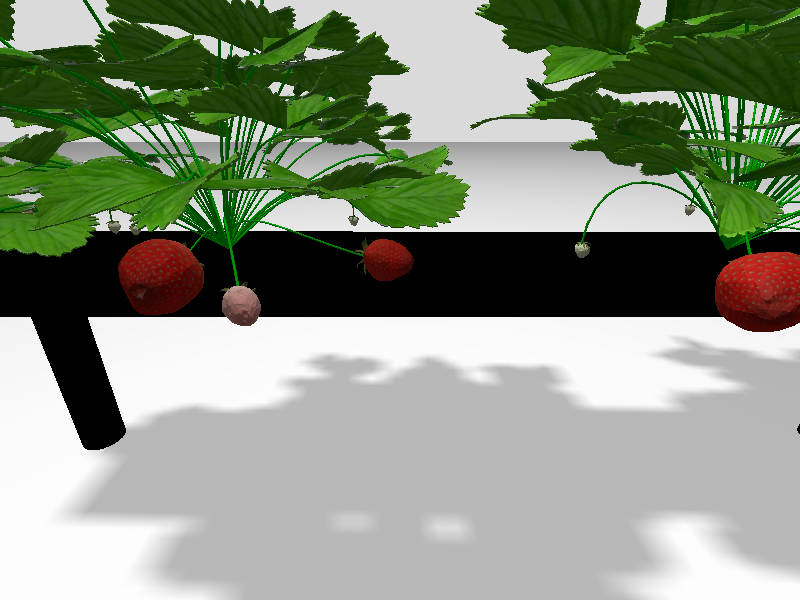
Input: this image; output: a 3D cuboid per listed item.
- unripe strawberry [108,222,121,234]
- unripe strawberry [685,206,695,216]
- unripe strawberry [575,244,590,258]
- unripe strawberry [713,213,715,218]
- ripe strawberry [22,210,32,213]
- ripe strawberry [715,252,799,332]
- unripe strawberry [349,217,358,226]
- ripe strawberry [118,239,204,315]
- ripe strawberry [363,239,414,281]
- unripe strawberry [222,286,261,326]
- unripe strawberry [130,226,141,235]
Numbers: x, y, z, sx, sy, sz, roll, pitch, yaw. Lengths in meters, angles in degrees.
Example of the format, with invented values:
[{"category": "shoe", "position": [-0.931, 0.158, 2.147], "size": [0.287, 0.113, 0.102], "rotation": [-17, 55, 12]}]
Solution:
[{"category": "unripe strawberry", "position": [-0.289, -0.073, 0.406], "size": [0.011, 0.012, 0.011], "rotation": [9, 25, 19]}, {"category": "unripe strawberry", "position": [0.348, -0.107, 0.481], "size": [0.010, 0.011, 0.011], "rotation": [9, 25, 20]}, {"category": "unripe strawberry", "position": [0.138, -0.037, 0.304], "size": [0.010, 0.011, 0.011], "rotation": [-8, 25, -18]}, {"category": "unripe strawberry", "position": [0.388, -0.105, 0.488], "size": [0.011, 0.011, 0.010], "rotation": [15, 27, 31]}, {"category": "ripe strawberry", "position": [-0.396, -0.088, 0.429], "size": [0.028, 0.027, 0.026], "rotation": [-21, 14, 26]}, {"category": "ripe strawberry", "position": [0.190, -0.002, 0.208], "size": [0.042, 0.044, 0.046], "rotation": [15, 28, 31]}, {"category": "unripe strawberry", "position": [-0.051, -0.087, 0.442], "size": [0.010, 0.010, 0.011], "rotation": [-19, 30, -37]}, {"category": "ripe strawberry", "position": [-0.138, -0.011, 0.230], "size": [0.042, 0.045, 0.045], "rotation": [-3, 24, -6]}, {"category": "ripe strawberry", "position": [-0.007, -0.028, 0.279], "size": [0.034, 0.029, 0.034], "rotation": [13, 27, 26]}, {"category": "unripe strawberry", "position": [-0.085, 0.004, 0.215], "size": [0.020, 0.022, 0.021], "rotation": [-10, 43, -22]}, {"category": "unripe strawberry", "position": [-0.266, -0.070, 0.403], "size": [0.010, 0.010, 0.009], "rotation": [10, 25, 21]}]
